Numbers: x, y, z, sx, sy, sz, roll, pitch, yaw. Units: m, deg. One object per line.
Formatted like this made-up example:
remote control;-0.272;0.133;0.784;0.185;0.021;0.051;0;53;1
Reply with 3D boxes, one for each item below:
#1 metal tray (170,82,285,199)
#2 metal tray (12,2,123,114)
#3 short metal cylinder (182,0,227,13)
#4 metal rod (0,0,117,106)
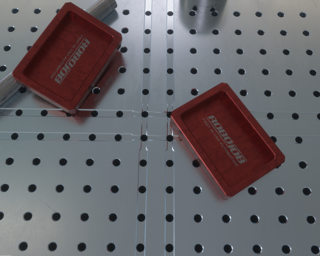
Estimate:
metal tray;0.084;0.015;0.404;0.090;0.030;0.130;-31;73;-11
metal tray;-0.123;-0.096;0.426;0.090;0.030;0.130;32;76;-6
short metal cylinder;0.072;-0.230;0.483;0.081;0.050;0.080;0;70;0
metal rod;-0.176;-0.094;0.444;0.025;0.025;0.301;40;75;13
